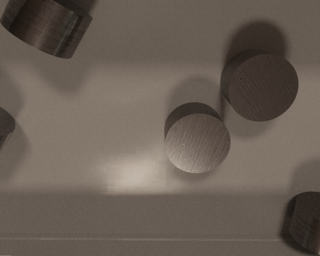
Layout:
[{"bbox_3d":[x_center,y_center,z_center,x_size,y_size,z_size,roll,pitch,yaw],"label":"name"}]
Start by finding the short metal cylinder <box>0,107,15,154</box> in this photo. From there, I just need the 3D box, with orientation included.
[{"bbox_3d":[-0.229,0.003,0.380,0.080,0.080,0.050,33,107,-12],"label":"short metal cylinder"}]

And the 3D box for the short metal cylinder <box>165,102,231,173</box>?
[{"bbox_3d":[0.046,0.011,0.403,0.081,0.050,0.079,0,110,-1],"label":"short metal cylinder"}]

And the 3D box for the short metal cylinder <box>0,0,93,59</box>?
[{"bbox_3d":[-0.122,-0.119,0.336,0.080,0.080,0.050,31,107,-11],"label":"short metal cylinder"}]

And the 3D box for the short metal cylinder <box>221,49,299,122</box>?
[{"bbox_3d":[0.119,-0.054,0.380,0.081,0.050,0.079,0,110,-1],"label":"short metal cylinder"}]

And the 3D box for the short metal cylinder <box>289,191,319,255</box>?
[{"bbox_3d":[0.229,0.132,0.434,0.081,0.080,0.050,3,110,-2],"label":"short metal cylinder"}]
